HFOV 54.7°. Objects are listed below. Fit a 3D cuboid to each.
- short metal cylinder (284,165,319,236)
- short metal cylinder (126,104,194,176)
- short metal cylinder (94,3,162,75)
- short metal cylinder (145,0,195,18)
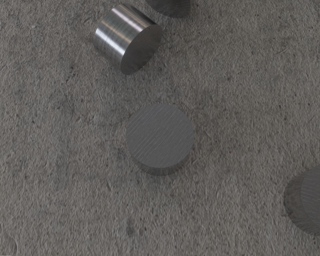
[{"bbox_3d":[0.196,0.086,0.365,0.081,0.050,0.080,0,70,0],"label":"short metal cylinder"},{"bbox_3d":[0.000,0.016,0.389,0.081,0.050,0.080,0,70,0],"label":"short metal cylinder"},{"bbox_3d":[-0.043,-0.120,0.422,0.050,0.080,0.080,41,75,13],"label":"short metal cylinder"},{"bbox_3d":[0.018,-0.211,0.456,0.080,0.080,0.050,24,72,8],"label":"short metal cylinder"}]
